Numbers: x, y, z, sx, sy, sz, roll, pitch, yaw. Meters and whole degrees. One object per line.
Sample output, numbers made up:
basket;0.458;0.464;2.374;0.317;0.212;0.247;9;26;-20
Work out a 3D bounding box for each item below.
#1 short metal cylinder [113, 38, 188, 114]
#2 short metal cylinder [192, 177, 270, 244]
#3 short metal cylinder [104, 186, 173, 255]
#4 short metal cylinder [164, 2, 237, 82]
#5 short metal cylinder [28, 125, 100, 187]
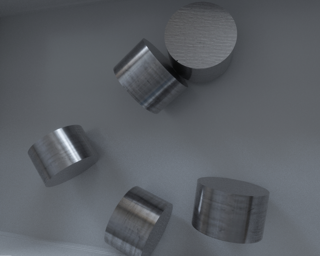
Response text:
short metal cylinder;-0.011;-0.064;0.385;0.050;0.080;0.080;-41;77;16
short metal cylinder;0.079;0.090;0.353;0.080;0.080;0.050;9;93;20
short metal cylinder;-0.025;0.121;0.390;0.050;0.080;0.080;24;98;18
short metal cylinder;0.048;-0.100;0.370;0.080;0.050;0.080;-1;81;7
short metal cylinder;-0.132;0.039;0.428;0.080;0.080;0.050;-36;79;16
